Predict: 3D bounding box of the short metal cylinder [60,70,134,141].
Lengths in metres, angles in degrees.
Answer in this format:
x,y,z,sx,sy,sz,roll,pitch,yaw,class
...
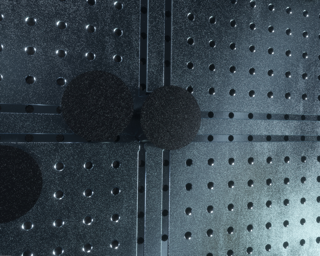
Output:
x,y,z,sx,sy,sz,roll,pitch,yaw,class
-0.077,-0.025,0.371,0.081,0.050,0.079,0,90,-20,short metal cylinder

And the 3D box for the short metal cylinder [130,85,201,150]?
x,y,z,sx,sy,sz,roll,pitch,yaw,class
0.006,-0.013,0.403,0.081,0.050,0.079,0,90,-20,short metal cylinder

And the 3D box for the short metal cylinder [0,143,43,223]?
x,y,z,sx,sy,sz,roll,pitch,yaw,class
-0.171,0.057,0.337,0.081,0.050,0.079,0,90,-20,short metal cylinder
